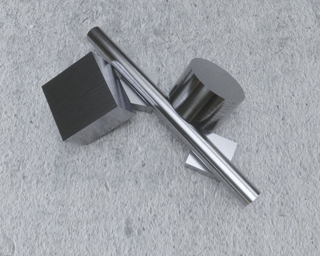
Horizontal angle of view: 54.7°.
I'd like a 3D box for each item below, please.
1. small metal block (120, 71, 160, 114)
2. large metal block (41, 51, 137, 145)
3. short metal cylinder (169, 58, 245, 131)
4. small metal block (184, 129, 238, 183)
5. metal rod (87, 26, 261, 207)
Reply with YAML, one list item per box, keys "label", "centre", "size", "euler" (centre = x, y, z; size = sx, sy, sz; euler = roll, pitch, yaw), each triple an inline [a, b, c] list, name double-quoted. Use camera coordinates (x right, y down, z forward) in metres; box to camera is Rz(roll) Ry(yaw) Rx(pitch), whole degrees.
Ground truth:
- label: "small metal block"
  centre: [-0.030, -0.051, 0.428]
  size: [0.050, 0.025, 0.050]
  euler: [12, 70, 4]
- label: "large metal block"
  centre: [-0.089, -0.035, 0.390]
  size: [0.080, 0.050, 0.080]
  euler: [-31, 72, 13]
- label: "short metal cylinder"
  centre: [0.059, -0.043, 0.391]
  size: [0.080, 0.050, 0.080]
  euler: [23, 37, -19]
- label: "small metal block"
  centre: [0.065, 0.035, 0.398]
  size: [0.050, 0.025, 0.050]
  euler: [23, 71, 8]
- label: "metal rod"
  centre: [0.007, -0.024, 0.392]
  size: [0.025, 0.025, 0.300]
  euler: [-39, 75, -13]
